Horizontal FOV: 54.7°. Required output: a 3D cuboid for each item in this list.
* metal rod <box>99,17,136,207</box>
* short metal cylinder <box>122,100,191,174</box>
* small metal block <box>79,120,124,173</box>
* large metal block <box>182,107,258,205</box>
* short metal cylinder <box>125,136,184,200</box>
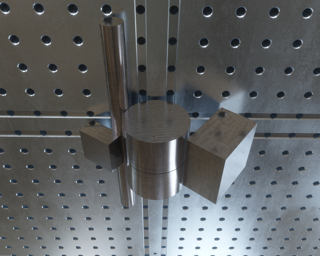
[{"bbox_3d":[-0.050,0.006,0.410,0.025,0.025,0.298,0,130,0],"label":"metal rod"},{"bbox_3d":[-0.005,0.009,0.378,0.081,0.080,0.050,0,130,-1],"label":"short metal cylinder"},{"bbox_3d":[-0.077,0.024,0.412,0.050,0.025,0.050,24,135,25],"label":"small metal block"},{"bbox_3d":[0.074,0.034,0.390,0.050,0.080,0.079,27,137,27],"label":"large metal block"},{"bbox_3d":[-0.005,0.048,0.411,0.081,0.080,0.050,0,130,-1],"label":"short metal cylinder"}]
